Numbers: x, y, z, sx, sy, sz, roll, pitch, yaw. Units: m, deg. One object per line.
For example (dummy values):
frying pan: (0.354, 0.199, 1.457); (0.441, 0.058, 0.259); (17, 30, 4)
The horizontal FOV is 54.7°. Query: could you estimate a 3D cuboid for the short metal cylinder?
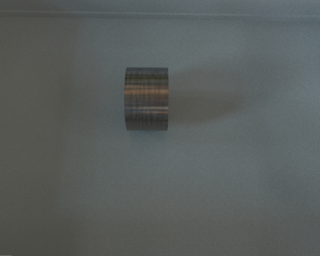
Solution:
short metal cylinder: (-0.016, -0.036, 0.391); (0.050, 0.080, 0.080); (0, 70, 0)
